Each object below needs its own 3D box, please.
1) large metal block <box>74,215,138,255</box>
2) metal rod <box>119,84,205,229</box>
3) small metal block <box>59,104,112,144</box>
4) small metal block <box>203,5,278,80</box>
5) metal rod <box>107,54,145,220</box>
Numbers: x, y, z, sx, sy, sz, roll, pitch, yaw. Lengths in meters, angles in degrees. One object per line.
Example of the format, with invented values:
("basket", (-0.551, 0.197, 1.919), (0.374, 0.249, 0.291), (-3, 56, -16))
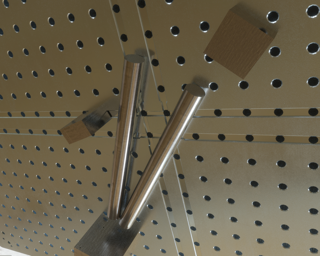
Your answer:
("large metal block", (-0.097, 0.218, 0.562), (0.080, 0.080, 0.050), (21, 127, 15))
("metal rod", (-0.009, 0.061, 0.453), (0.025, 0.025, 0.298), (32, 129, 7))
("small metal block", (-0.107, -0.005, 0.448), (0.050, 0.050, 0.025), (-19, 108, 35))
("small metal block", (0.081, -0.087, 0.315), (0.050, 0.025, 0.050), (35, 129, 5))
("metal rod", (-0.056, 0.034, 0.461), (0.025, 0.025, 0.298), (23, 127, 14))
